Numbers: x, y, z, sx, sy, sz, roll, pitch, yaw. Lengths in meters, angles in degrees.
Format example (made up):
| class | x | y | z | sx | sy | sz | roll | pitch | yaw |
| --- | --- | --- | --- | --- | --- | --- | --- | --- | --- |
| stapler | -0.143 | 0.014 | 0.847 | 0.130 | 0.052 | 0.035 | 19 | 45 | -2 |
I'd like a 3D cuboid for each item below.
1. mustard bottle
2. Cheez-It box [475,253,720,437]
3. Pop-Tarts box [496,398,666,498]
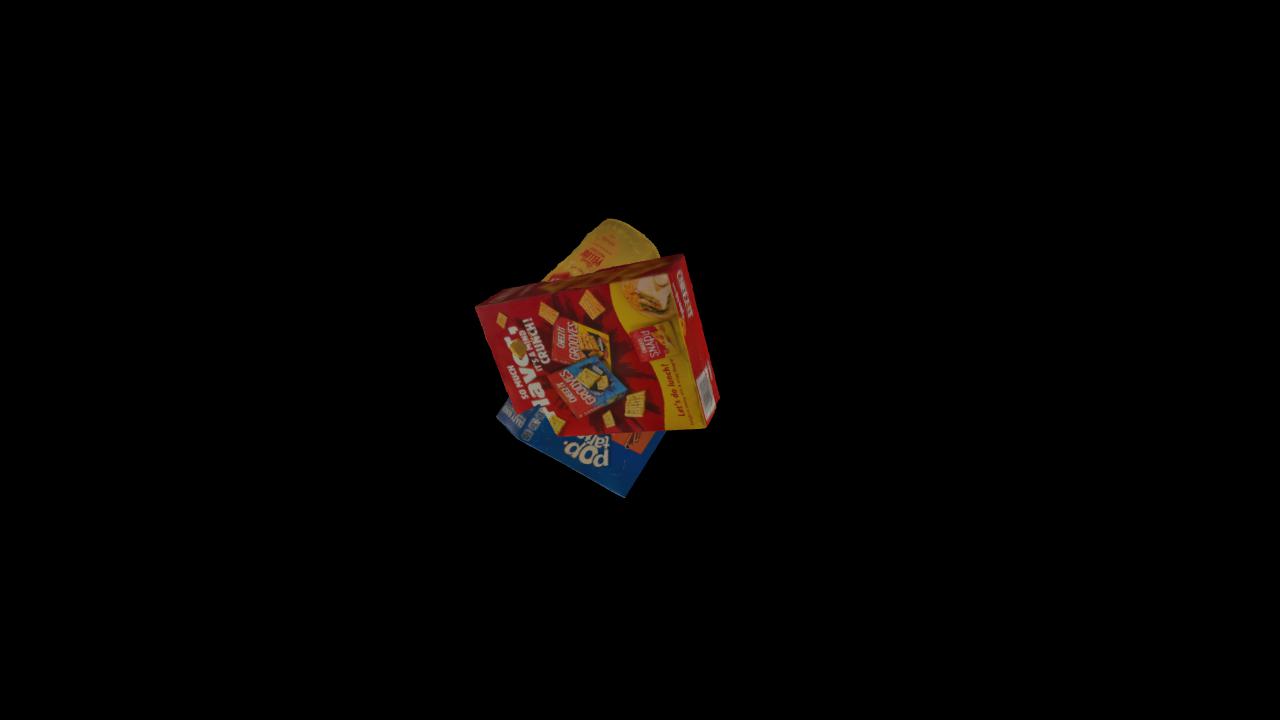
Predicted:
| class | x | y | z | sx | sy | sz | roll | pitch | yaw |
| --- | --- | --- | --- | --- | --- | --- | --- | --- | --- |
| mustard bottle | -0.068 | -0.069 | 0.658 | 0.092 | 0.184 | 0.054 | 38 | -13 | 32 |
| Cheez-It box | -0.043 | -0.006 | 0.648 | 0.223 | 0.166 | 0.071 | -7 | 22 | 24 |
| Pop-Tarts box | -0.057 | 0.060 | 0.737 | 0.167 | 0.141 | 0.083 | 36 | -6 | -30 |
